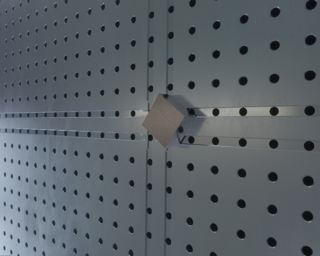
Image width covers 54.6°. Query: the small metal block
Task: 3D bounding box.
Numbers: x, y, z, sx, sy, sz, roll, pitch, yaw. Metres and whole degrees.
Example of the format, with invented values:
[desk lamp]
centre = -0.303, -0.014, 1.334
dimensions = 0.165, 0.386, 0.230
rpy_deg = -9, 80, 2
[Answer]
[small metal block]
centre = 0.011, -0.009, 0.402
dimensions = 0.050, 0.025, 0.050
rpy_deg = 45, 117, 31
